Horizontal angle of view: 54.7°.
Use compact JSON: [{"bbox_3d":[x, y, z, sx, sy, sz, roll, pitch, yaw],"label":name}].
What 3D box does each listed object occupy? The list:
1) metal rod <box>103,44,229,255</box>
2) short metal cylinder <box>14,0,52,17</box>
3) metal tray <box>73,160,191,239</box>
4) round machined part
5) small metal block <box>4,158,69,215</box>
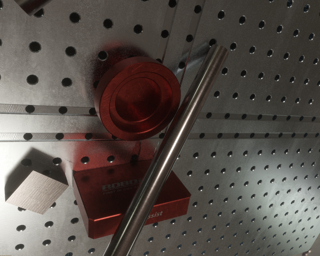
[{"bbox_3d":[0.009,0.030,0.360,0.025,0.025,0.300,39,72,-39],"label":"metal rod"},{"bbox_3d":[-0.107,-0.134,0.234,0.050,0.080,0.080,-39,130,-2],"label":"short metal cylinder"},{"bbox_3d":[-0.038,0.085,0.402,0.131,0.090,0.030,-7,122,-25],"label":"metal tray"},{"bbox_3d":[-0.029,-0.037,0.363,0.099,0.042,0.097,-14,124,-21],"label":"round machined part"},{"bbox_3d":[-0.149,0.072,0.375,0.050,0.025,0.050,-48,129,5],"label":"small metal block"}]
